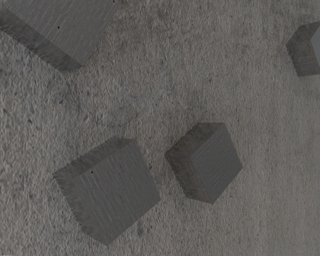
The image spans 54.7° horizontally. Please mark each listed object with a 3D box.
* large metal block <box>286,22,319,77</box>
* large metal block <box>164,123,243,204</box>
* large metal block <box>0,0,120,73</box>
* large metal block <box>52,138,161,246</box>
[{"bbox_3d":[0.318,-0.167,0.654,0.080,0.050,0.080,-48,119,-29],"label":"large metal block"},{"bbox_3d":[0.064,0.047,0.442,0.080,0.050,0.080,-40,115,-33],"label":"large metal block"},{"bbox_3d":[-0.100,-0.113,0.304,0.080,0.050,0.080,37,67,-34],"label":"large metal block"},{"bbox_3d":[-0.056,0.065,0.342,0.081,0.050,0.080,-34,111,-35],"label":"large metal block"}]
